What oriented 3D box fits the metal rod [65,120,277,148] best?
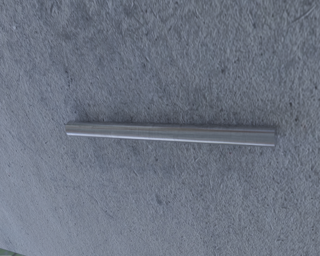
[{"bbox_3d":[-0.004,0.005,0.414,0.300,0.025,0.025,2,119,27],"label":"metal rod"}]
